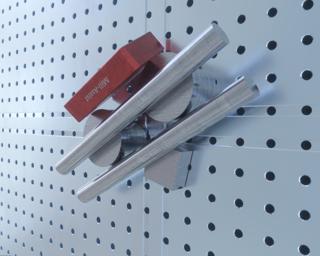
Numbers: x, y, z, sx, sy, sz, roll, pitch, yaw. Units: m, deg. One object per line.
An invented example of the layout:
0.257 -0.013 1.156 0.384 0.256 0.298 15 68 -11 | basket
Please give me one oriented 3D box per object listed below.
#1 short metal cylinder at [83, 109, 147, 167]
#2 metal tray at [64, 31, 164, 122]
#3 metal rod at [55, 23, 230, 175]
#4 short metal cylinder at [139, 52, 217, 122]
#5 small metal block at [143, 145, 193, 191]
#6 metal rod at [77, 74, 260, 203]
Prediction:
-0.065 0.014 0.444 0.080 0.050 0.079 0 90 39 | short metal cylinder
-0.061 -0.067 0.413 0.130 0.090 0.030 -35 100 34 | metal tray
-0.043 -0.016 0.376 0.299 0.025 0.025 -36 68 33 | metal rod
0.021 -0.047 0.375 0.080 0.050 0.079 0 90 39 | short metal cylinder
0.009 0.046 0.399 0.050 0.025 0.050 19 102 38 | small metal block
-0.012 0.030 0.384 0.299 0.025 0.025 -35 69 34 | metal rod
